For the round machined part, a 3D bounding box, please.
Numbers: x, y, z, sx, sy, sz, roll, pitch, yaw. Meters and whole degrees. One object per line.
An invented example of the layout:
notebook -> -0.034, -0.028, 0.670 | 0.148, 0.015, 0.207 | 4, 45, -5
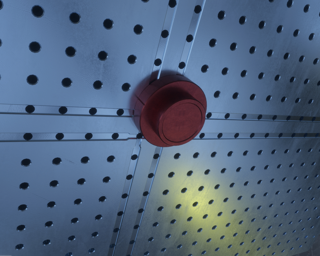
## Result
round machined part -> 0.020, -0.016, 0.403 | 0.099, 0.042, 0.097 | -14, 125, -21
